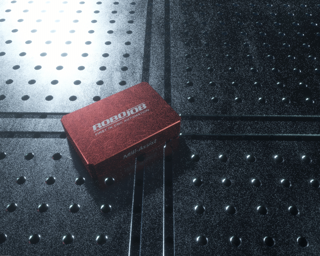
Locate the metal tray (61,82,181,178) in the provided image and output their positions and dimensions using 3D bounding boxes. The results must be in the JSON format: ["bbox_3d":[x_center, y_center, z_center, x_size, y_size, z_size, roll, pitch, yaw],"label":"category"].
[{"bbox_3d":[-0.050,-0.003,0.406,0.131,0.030,0.090,-27,55,-21],"label":"metal tray"}]
